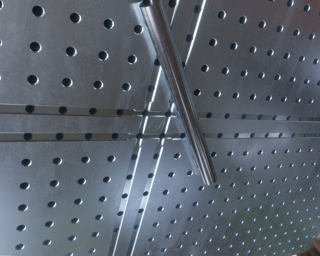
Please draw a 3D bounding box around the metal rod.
[{"bbox_3d":[0.036,-0.024,0.417,0.025,0.025,0.299,-30,129,-9],"label":"metal rod"}]
